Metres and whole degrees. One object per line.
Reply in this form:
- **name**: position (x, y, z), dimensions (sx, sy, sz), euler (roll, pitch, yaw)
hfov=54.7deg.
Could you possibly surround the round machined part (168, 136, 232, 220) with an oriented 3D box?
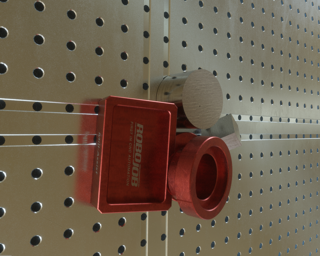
- **round machined part**: position (0.046, 0.058, 0.377), dimensions (0.099, 0.042, 0.097), euler (-4, 95, -50)

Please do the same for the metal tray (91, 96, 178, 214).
- **metal tray**: position (-0.029, 0.032, 0.369), dimensions (0.091, 0.030, 0.129), euler (5, 87, -26)

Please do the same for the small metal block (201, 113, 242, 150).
- **small metal block**: position (0.090, 0.011, 0.458), dimensions (0.025, 0.050, 0.050), euler (55, 23, -27)

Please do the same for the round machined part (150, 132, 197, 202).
- **round machined part**: position (0.037, 0.054, 0.430), dimensions (0.099, 0.042, 0.097), euler (0, 90, -40)

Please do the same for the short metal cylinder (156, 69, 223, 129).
- **short metal cylinder**: position (0.042, -0.038, 0.430), dimensions (0.081, 0.050, 0.079), euler (0, 90, -40)
